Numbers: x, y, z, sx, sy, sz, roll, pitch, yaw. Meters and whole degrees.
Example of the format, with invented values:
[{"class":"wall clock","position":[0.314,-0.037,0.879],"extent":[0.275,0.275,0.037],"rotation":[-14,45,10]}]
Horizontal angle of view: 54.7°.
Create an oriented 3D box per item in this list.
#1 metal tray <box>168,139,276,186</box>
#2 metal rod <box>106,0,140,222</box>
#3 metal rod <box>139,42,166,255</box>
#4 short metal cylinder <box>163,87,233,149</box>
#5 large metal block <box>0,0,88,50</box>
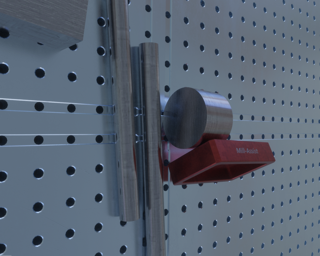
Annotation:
[{"class":"metal tray","position":[0.088,0.050,0.438],"extent":[0.131,0.090,0.030],"rotation":[5,61,-40]},{"class":"metal rod","position":[-0.045,-0.039,0.371],"extent":[0.025,0.025,0.298],"rotation":[-5,94,-40]},{"class":"metal rod","position":[-0.009,0.042,0.401],"extent":[0.025,0.025,0.298],"rotation":[-4,92,-40]},{"class":"short metal cylinder","position":[0.049,-0.011,0.415],"extent":[0.050,0.080,0.080],"rotation":[5,87,-40]},{"class":"large metal block","position":[-0.117,-0.129,0.295],"extent":[0.081,0.050,0.080],"rotation":[10,83,-40]}]
